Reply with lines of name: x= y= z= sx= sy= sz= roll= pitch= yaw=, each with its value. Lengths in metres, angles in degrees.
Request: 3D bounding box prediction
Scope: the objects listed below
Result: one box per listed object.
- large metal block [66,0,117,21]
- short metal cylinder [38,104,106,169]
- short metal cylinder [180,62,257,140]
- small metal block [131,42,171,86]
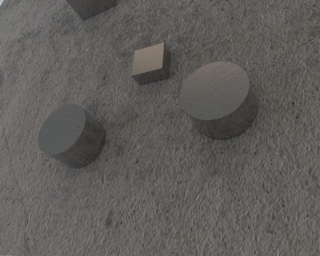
large metal block: x=-0.141 y=-0.271 z=0.609 sx=0.080 sy=0.080 sz=0.050 roll=-17 pitch=55 yaw=18
short metal cylinder: x=-0.126 y=0.012 z=0.446 sx=0.080 sy=0.050 sz=0.080 roll=-13 pitch=56 yaw=21
short metal cylinder: x=0.071 y=-0.032 z=0.370 sx=0.080 sy=0.050 sz=0.080 roll=-13 pitch=56 yaw=21
small metal block: x=-0.013 y=-0.097 z=0.470 sx=0.050 sy=0.025 sz=0.050 roll=-10 pitch=57 yaw=23
